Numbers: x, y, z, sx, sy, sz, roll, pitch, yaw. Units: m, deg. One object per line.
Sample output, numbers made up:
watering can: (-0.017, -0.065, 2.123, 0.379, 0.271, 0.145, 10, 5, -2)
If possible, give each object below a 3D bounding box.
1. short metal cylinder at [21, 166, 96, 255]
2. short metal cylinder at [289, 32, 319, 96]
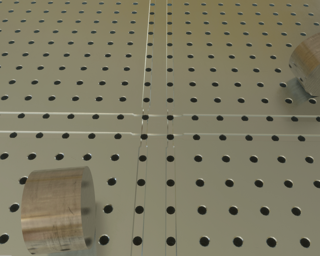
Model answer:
short metal cylinder: (-0.095, 0.079, 0.304, 0.050, 0.080, 0.080, -4, 50, -4)
short metal cylinder: (0.238, -0.092, 0.451, 0.081, 0.080, 0.050, -8, 51, -7)
